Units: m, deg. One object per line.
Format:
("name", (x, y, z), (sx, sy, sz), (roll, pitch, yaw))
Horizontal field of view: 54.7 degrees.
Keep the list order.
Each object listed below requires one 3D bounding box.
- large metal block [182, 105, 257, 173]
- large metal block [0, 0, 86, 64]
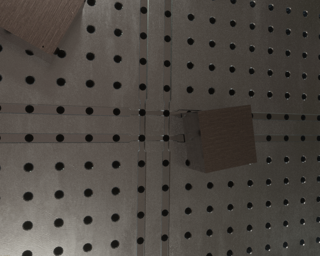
("large metal block", (0.082, 0.013, 0.431), (0.081, 0.050, 0.079), (-8, 93, -20))
("large metal block", (-0.140, -0.131, 0.348), (0.080, 0.050, 0.080), (29, 80, -18))
